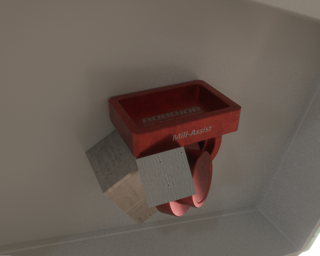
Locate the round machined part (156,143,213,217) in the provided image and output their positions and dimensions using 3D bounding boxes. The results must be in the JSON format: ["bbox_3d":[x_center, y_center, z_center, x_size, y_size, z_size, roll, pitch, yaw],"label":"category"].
[{"bbox_3d":[0.033,0.059,0.377,0.099,0.042,0.097,-21,114,-59],"label":"round machined part"}]

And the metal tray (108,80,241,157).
[{"bbox_3d":[0.016,-0.017,0.364,0.131,0.090,0.030,-14,125,-21],"label":"metal tray"}]

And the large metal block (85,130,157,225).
[{"bbox_3d":[-0.040,0.060,0.388,0.050,0.080,0.080,-38,130,-3],"label":"large metal block"}]

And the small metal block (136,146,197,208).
[{"bbox_3d":[0.006,0.050,0.322,0.050,0.025,0.050,-15,87,-5],"label":"small metal block"}]

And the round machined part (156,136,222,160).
[{"bbox_3d":[0.033,0.018,0.428,0.099,0.042,0.097,-14,125,-21],"label":"round machined part"}]
